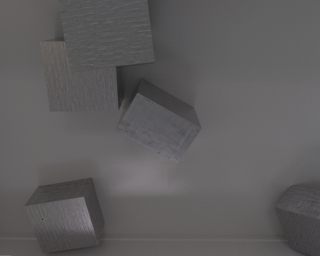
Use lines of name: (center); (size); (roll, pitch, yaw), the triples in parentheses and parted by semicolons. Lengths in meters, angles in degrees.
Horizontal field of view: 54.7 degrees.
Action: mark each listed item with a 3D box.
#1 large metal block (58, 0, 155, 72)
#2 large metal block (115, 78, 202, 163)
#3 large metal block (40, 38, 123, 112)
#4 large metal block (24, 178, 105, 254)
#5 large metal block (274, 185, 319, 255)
large metal block: (-0.050, -0.101, 0.310); (0.080, 0.050, 0.079); (-7, 100, 0)
large metal block: (-0.002, -0.012, 0.377); (0.080, 0.080, 0.050); (29, 108, -10)
large metal block: (-0.089, -0.066, 0.373); (0.081, 0.050, 0.079); (-1, 110, 0)
large metal block: (-0.132, 0.124, 0.443); (0.080, 0.050, 0.079); (-10, 110, 3)
large metal block: (0.218, 0.132, 0.425); (0.050, 0.080, 0.080); (-37, 111, -28)
